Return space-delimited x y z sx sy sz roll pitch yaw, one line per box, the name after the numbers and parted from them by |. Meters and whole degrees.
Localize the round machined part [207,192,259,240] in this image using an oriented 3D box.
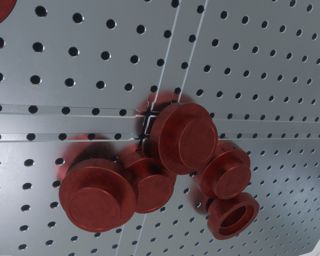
0.126 0.151 0.558 0.099 0.042 0.097 -17 130 -21 | round machined part

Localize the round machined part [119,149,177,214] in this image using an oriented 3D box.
-0.020 0.082 0.440 0.099 0.042 0.097 -14 124 -21 | round machined part

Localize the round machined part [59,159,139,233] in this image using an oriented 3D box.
-0.078 0.090 0.386 0.098 0.042 0.097 1 115 3 | round machined part

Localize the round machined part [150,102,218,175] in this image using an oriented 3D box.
0.038 0.016 0.410 0.099 0.042 0.097 -9 105 -36 | round machined part

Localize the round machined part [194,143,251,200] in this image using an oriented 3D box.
0.109 0.077 0.506 0.099 0.042 0.097 -14 124 -21 | round machined part

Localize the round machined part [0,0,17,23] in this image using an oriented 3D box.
-0.161 -0.121 0.237 0.099 0.042 0.097 -14 124 -21 | round machined part
